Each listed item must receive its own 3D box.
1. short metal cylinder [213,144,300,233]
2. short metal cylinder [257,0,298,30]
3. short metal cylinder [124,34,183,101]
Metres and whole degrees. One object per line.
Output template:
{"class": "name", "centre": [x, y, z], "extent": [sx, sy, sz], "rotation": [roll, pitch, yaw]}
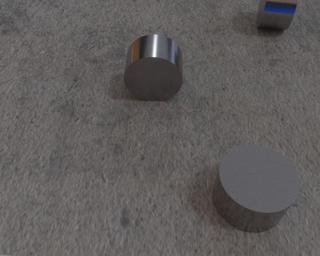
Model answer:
{"class": "short metal cylinder", "centre": [0.101, 0.064, 0.334], "extent": [0.081, 0.050, 0.080], "rotation": [0, 50, 0]}
{"class": "short metal cylinder", "centre": [0.209, -0.219, 0.555], "extent": [0.050, 0.080, 0.080], "rotation": [8, 51, 7]}
{"class": "short metal cylinder", "centre": [-0.008, -0.083, 0.438], "extent": [0.081, 0.080, 0.050], "rotation": [1, 50, 1]}
